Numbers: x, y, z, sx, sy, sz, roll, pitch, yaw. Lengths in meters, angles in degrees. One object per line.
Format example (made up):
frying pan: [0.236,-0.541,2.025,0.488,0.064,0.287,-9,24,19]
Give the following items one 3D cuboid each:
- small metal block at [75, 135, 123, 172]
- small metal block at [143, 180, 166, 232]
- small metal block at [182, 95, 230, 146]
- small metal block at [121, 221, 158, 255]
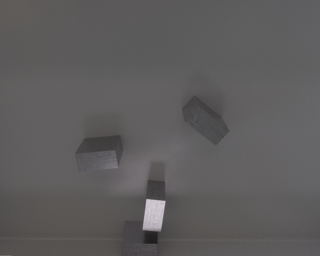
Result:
small metal block: [-0.079,0.032,0.409,0.050,0.050,0.025,-6,110,2]
small metal block: [-0.008,0.109,0.438,0.025,0.050,0.050,7,110,-3]
small metal block: [0.057,-0.011,0.394,0.050,0.050,0.025,37,106,-13]
small metal block: [-0.029,0.164,0.458,0.050,0.050,0.025,1,110,-1]
